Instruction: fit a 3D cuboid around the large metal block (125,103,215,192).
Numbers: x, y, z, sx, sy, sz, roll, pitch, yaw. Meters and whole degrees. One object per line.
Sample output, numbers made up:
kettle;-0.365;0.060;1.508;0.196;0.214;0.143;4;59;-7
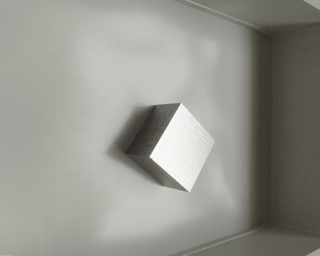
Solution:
large metal block;0.016;0.025;0.402;0.080;0.050;0.080;45;63;-31
